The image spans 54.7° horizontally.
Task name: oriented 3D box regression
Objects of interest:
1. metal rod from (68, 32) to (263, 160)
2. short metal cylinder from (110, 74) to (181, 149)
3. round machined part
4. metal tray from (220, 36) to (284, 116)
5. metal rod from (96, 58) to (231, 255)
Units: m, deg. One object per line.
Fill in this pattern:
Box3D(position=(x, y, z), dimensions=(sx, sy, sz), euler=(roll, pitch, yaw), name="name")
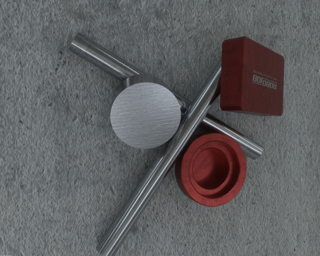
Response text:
Box3D(position=(0.021, -0.034, 0.419), dimensions=(0.301, 0.025, 0.025), euler=(30, 80, -18), name="metal rod")
Box3D(position=(-0.019, -0.021, 0.376), dimensions=(0.081, 0.050, 0.079), euler=(-3, 111, -7), name="short metal cylinder")
Box3D(position=(0.066, 0.055, 0.426), dimensions=(0.099, 0.042, 0.097), euler=(0, 90, -20), name="round machined part")
Box3D(position=(0.131, -0.064, 0.426), dimensions=(0.131, 0.030, 0.089), euler=(2, 89, -48), name="metal tray")
Box3D(position=(0.014, 0.030, 0.397), dimensions=(0.025, 0.025, 0.300), euler=(35, 85, -17), name="metal rod")
